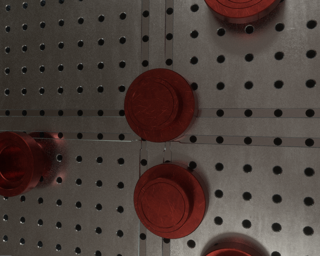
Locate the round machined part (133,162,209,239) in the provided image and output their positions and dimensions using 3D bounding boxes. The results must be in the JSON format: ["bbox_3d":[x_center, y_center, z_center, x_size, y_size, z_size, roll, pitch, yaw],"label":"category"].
[{"bbox_3d":[0.010,0.095,0.399,0.098,0.042,0.097,0,90,19],"label":"round machined part"}]

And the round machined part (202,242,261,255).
[{"bbox_3d":[0.087,0.194,0.372,0.098,0.042,0.097,0,90,19],"label":"round machined part"}]

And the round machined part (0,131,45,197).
[{"bbox_3d":[-0.220,0.054,0.479,0.098,0.042,0.097,0,90,19],"label":"round machined part"}]

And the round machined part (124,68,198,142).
[{"bbox_3d":[-0.003,-0.030,0.404,0.098,0.042,0.097,0,90,19],"label":"round machined part"}]

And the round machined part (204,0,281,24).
[{"bbox_3d":[0.100,-0.173,0.368,0.098,0.042,0.097,0,90,19],"label":"round machined part"}]
